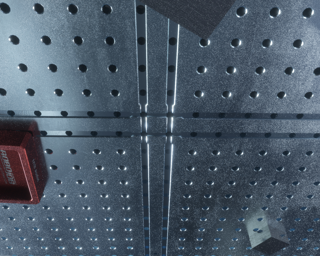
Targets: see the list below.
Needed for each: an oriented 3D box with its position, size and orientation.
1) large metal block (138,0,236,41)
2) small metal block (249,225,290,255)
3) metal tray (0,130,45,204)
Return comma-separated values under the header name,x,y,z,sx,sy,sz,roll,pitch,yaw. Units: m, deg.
name,x,y,z,sx,sy,sz,roll,pitch,yaw
large metal block,0.030,-0.140,0.276,0.080,0.050,0.080,24,126,-20
small metal block,0.211,0.217,0.599,0.050,0.025,0.050,26,125,-21
metal tray,-0.229,0.060,0.457,0.091,0.030,0.129,4,130,-4
